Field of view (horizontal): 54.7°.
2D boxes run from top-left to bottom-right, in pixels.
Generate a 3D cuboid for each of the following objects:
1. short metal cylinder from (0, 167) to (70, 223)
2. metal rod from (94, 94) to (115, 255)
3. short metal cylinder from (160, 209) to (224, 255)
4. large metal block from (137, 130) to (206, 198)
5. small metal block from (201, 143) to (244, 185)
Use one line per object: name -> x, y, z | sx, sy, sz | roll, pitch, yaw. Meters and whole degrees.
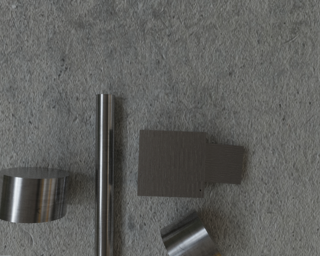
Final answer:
short metal cylinder -> -0.154, 0.079, 0.381 | 0.081, 0.080, 0.050 | 6, 90, -1
metal rod -> -0.073, 0.106, 0.409 | 0.025, 0.025, 0.298 | 1, 90, -1
short metal cylinder -> 0.043, 0.148, 0.383 | 0.050, 0.080, 0.080 | -32, 90, 0
large metal block -> 0.014, 0.043, 0.398 | 0.081, 0.050, 0.079 | 2, 90, -1
small metal block -> 0.081, 0.046, 0.411 | 0.050, 0.025, 0.050 | 5, 90, -1
